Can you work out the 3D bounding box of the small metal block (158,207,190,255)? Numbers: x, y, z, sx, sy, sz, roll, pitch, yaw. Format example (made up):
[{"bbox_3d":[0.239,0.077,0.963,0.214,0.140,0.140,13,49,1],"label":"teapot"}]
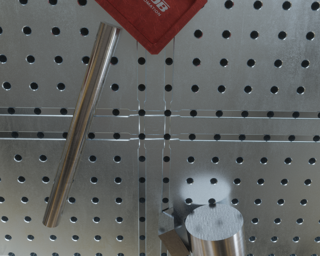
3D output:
[{"bbox_3d":[0.021,0.155,0.457,0.025,0.050,0.050,-26,108,10],"label":"small metal block"}]

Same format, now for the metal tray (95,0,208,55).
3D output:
[{"bbox_3d":[-0.022,-0.160,0.351,0.130,0.030,0.090,42,104,-14],"label":"metal tray"}]

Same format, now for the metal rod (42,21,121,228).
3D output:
[{"bbox_3d":[-0.111,0.009,0.415,0.025,0.025,0.298,19,109,-7],"label":"metal rod"}]

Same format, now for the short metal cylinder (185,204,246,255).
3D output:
[{"bbox_3d":[0.080,0.152,0.442,0.080,0.080,0.050,-10,110,3],"label":"short metal cylinder"}]
